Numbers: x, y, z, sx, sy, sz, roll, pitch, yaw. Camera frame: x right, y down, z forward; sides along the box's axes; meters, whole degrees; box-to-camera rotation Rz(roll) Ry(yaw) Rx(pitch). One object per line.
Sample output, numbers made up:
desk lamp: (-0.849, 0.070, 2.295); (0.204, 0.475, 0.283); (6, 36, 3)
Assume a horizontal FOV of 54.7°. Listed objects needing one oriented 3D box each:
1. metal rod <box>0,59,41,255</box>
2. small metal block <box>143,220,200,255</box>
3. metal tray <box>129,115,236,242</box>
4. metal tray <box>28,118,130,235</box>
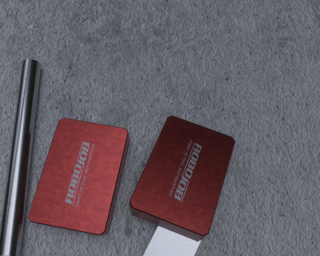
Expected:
metal rod: (-0.176, 0.049, 0.387); (0.025, 0.025, 0.299); (-2, 70, -1)
small metal block: (0.014, 0.138, 0.358); (0.050, 0.025, 0.050); (26, 72, 9)
metal tray: (0.029, 0.055, 0.372); (0.090, 0.030, 0.130); (20, 59, 7)
metal tray: (-0.095, 0.058, 0.383); (0.091, 0.030, 0.130); (10, 70, 3)
